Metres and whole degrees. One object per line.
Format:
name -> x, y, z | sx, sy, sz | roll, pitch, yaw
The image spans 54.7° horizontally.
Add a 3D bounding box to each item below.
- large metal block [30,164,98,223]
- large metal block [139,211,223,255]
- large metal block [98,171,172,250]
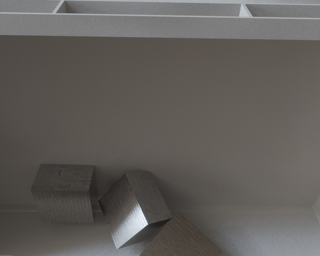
large metal block -> -0.142, 0.102, 0.477 | 0.081, 0.050, 0.079 | 2, 130, -2
large metal block -> 0.028, 0.180, 0.439 | 0.080, 0.080, 0.050 | 39, 160, 16
large metal block -> -0.039, 0.123, 0.467 | 0.050, 0.080, 0.080 | 4, 139, -47
